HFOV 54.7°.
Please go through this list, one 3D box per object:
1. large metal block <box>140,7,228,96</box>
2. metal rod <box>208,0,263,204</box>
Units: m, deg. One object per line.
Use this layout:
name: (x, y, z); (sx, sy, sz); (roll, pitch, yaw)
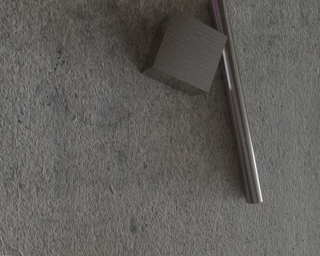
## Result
large metal block: (0.031, -0.096, 0.408); (0.080, 0.050, 0.080); (22, 83, -19)
metal rod: (0.111, -0.037, 0.451); (0.025, 0.025, 0.298); (-13, 95, -20)
